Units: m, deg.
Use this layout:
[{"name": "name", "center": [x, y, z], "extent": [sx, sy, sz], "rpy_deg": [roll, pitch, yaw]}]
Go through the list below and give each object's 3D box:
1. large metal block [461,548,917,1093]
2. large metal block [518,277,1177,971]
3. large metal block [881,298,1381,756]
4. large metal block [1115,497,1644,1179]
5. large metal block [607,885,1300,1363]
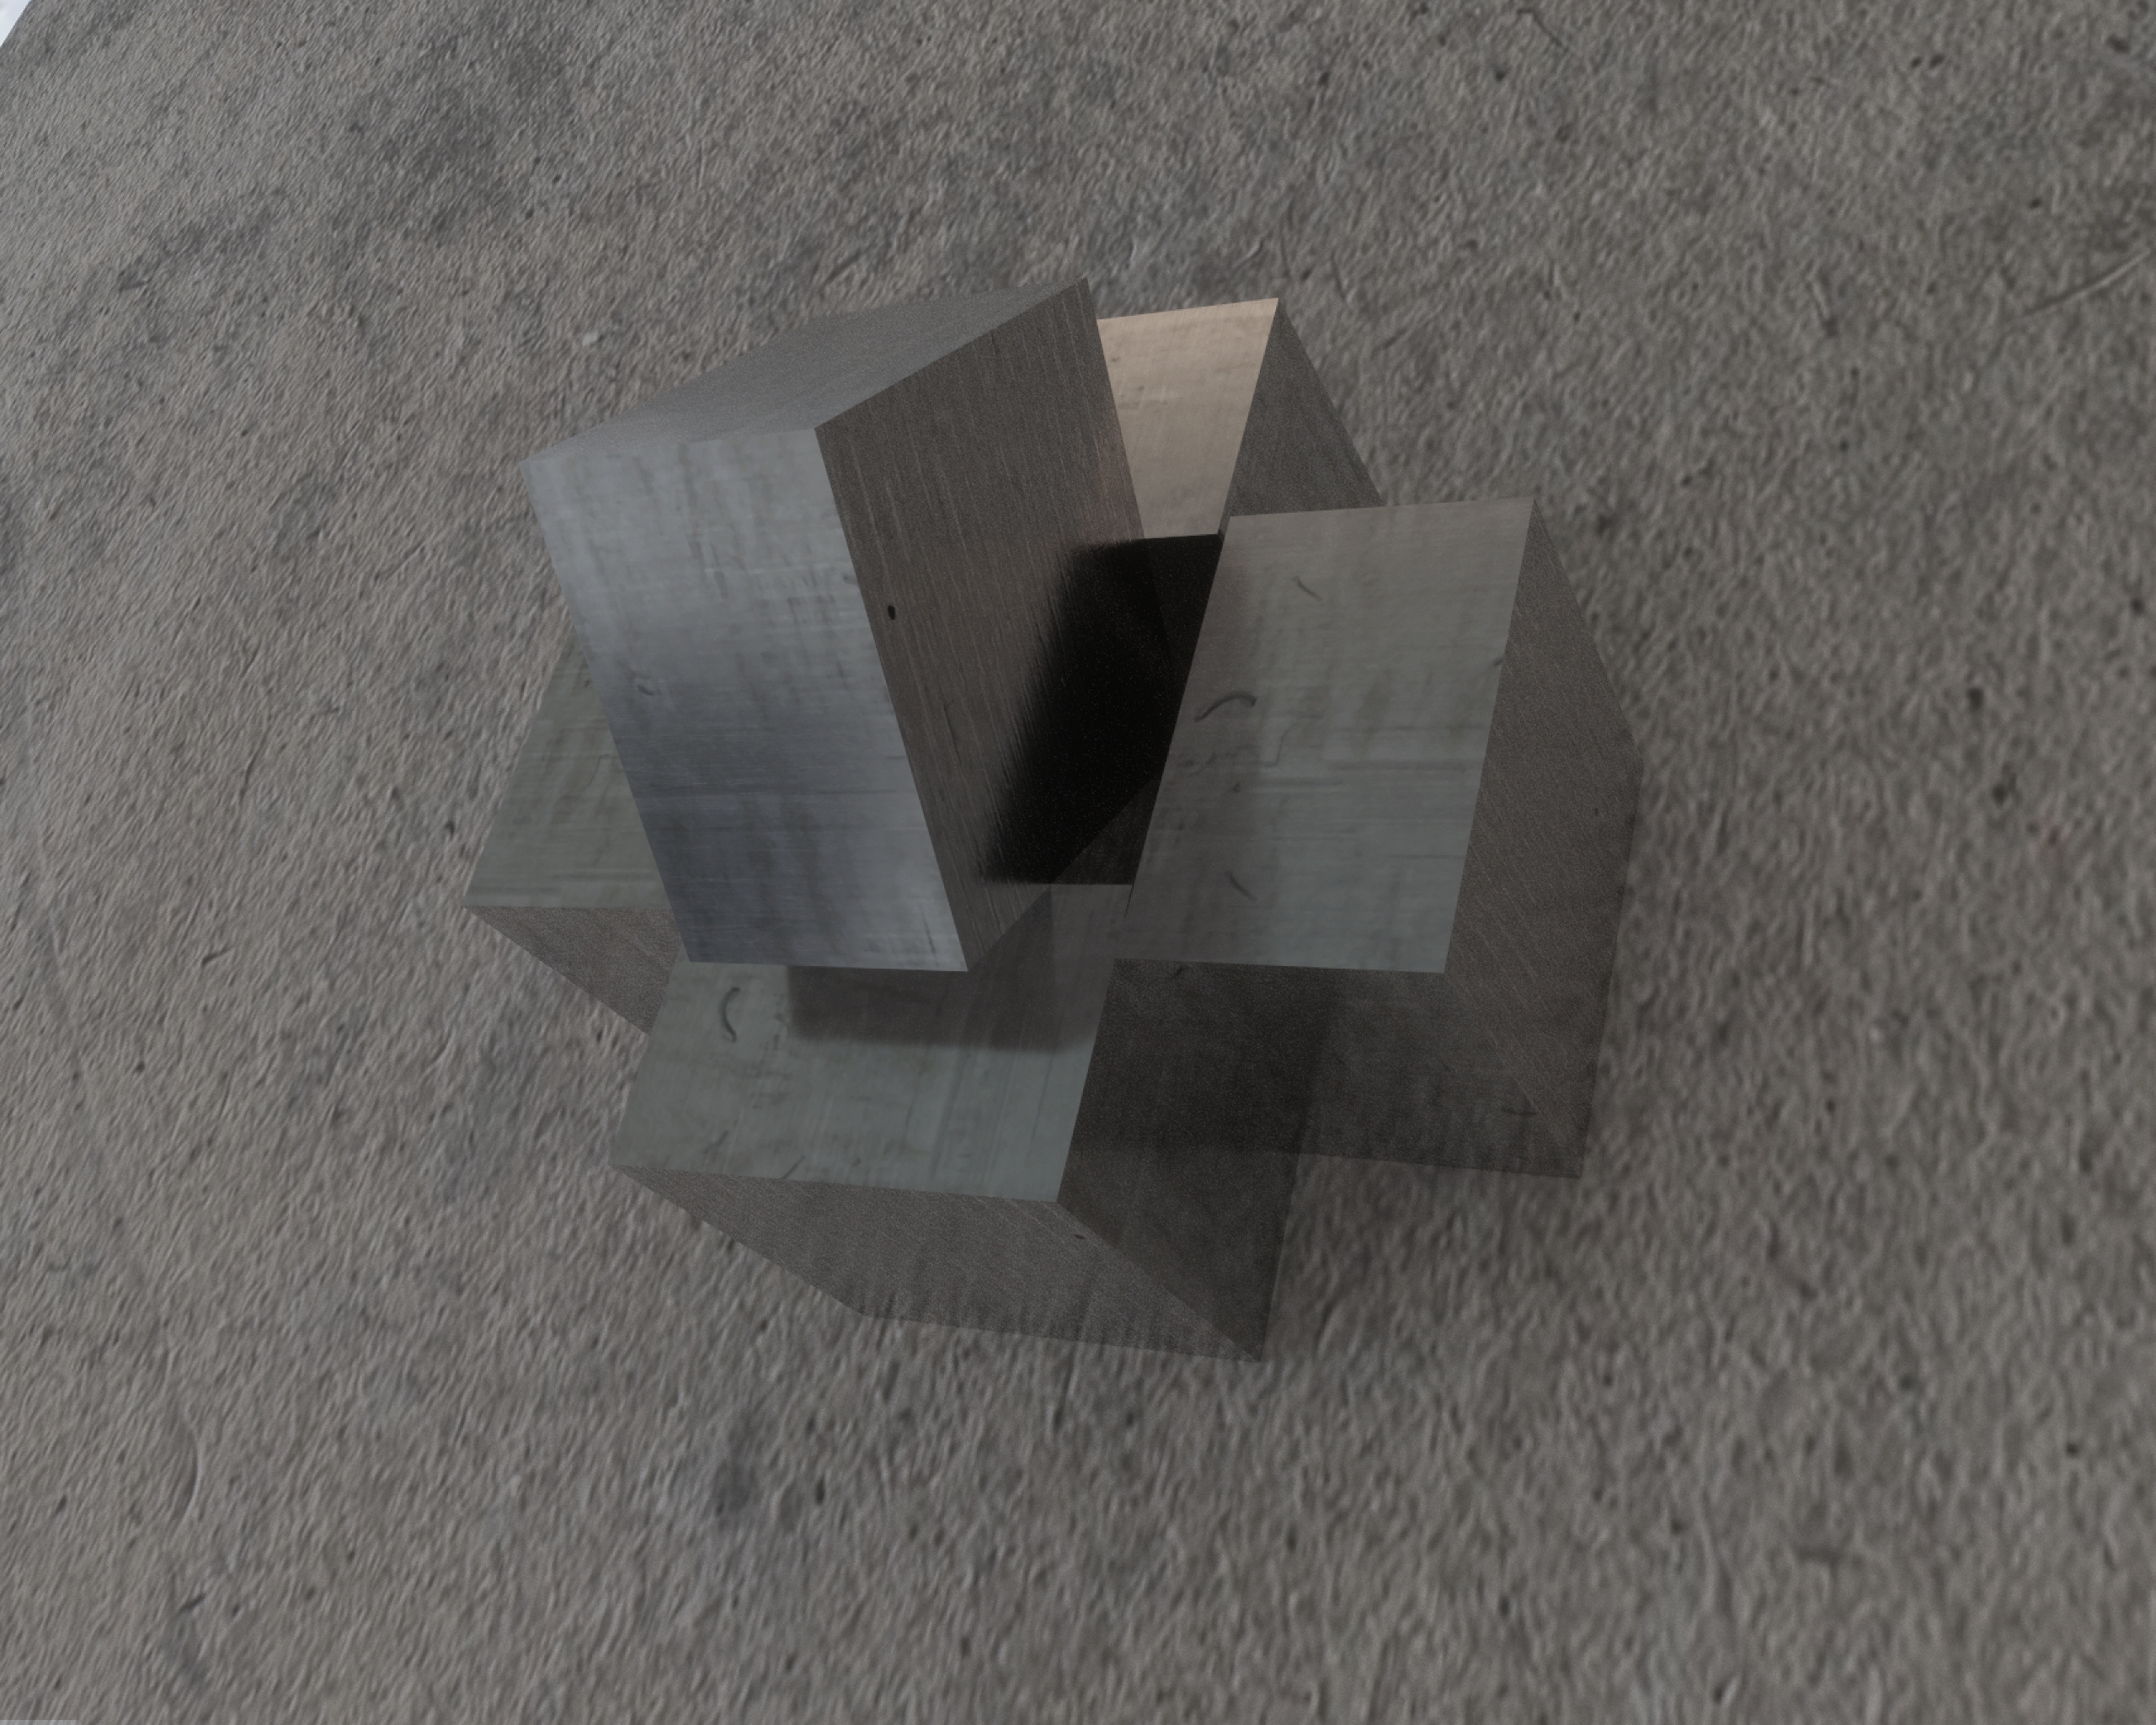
[{"name": "large metal block", "center": [-0.061, -0.009, 0.406], "extent": [0.050, 0.080, 0.080], "rpy_deg": [0, 62, 28]}, {"name": "large metal block", "center": [-0.029, -0.038, 0.324], "extent": [0.050, 0.080, 0.080], "rpy_deg": [0, 27, 29]}, {"name": "large metal block", "center": [0.010, -0.057, 0.398], "extent": [0.080, 0.080, 0.050], "rpy_deg": [1, 62, 28]}, {"name": "large metal block", "center": [0.054, -0.002, 0.341], "extent": [0.050, 0.080, 0.080], "rpy_deg": [1, 62, 29]}, {"name": "large metal block", "center": [-0.016, 0.044, 0.350], "extent": [0.080, 0.080, 0.050], "rpy_deg": [0, 62, 28]}]
